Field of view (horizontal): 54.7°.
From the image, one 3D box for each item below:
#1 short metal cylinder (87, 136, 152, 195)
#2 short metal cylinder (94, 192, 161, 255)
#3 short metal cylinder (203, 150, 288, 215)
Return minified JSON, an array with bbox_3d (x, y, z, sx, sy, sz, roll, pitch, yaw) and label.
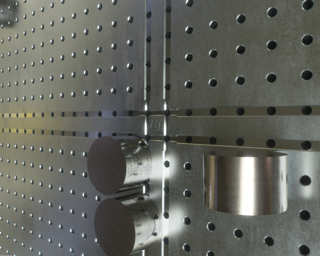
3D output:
[{"bbox_3d":[-0.058,0.051,0.438,0.080,0.050,0.079,0,90,39],"label":"short metal cylinder"},{"bbox_3d":[-0.045,0.133,0.428,0.080,0.050,0.079,0,90,39],"label":"short metal cylinder"},{"bbox_3d":[0.083,0.050,0.304,0.080,0.081,0.050,0,90,39],"label":"short metal cylinder"}]
